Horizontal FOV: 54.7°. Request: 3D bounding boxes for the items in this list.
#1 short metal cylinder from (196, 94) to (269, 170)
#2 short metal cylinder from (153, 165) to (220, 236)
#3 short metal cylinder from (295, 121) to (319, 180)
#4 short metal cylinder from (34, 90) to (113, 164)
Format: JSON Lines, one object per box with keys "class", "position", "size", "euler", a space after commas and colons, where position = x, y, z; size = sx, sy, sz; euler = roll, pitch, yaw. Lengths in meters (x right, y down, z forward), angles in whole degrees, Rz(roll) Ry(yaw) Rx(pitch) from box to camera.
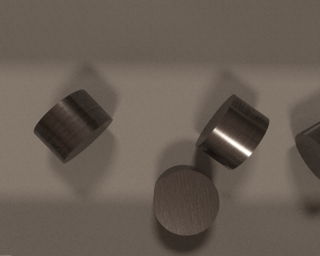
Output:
{"class": "short metal cylinder", "position": [0.088, 0.005, 0.385], "size": [0.050, 0.080, 0.080], "euler": [36, 90, -1]}
{"class": "short metal cylinder", "position": [0.032, 0.090, 0.399], "size": [0.081, 0.050, 0.079], "euler": [0, 90, -1]}
{"class": "short metal cylinder", "position": [0.218, 0.029, 0.387], "size": [0.050, 0.080, 0.080], "euler": [-30, 90, 0]}
{"class": "short metal cylinder", "position": [-0.105, -0.002, 0.383], "size": [0.080, 0.080, 0.050], "euler": [-43, 91, 0]}
